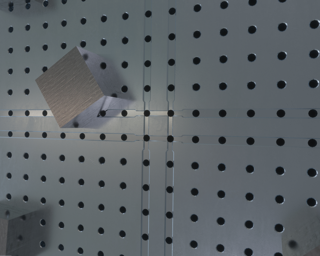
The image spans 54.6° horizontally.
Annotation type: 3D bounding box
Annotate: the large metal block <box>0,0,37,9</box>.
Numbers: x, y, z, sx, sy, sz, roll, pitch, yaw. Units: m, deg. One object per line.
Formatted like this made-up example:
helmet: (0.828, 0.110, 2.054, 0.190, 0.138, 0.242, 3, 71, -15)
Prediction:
large metal block: (-0.245, -0.242, 0.487, 0.080, 0.050, 0.080, -2, 90, 20)

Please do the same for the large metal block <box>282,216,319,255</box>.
large metal block: (0.175, 0.149, 0.321, 0.050, 0.080, 0.080, -42, 77, 15)

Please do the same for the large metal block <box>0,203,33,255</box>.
large metal block: (-0.254, 0.170, 0.490, 0.080, 0.050, 0.080, 6, 92, 20)

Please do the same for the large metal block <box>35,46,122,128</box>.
large metal block: (-0.115, -0.055, 0.441, 0.080, 0.050, 0.080, -34, 79, 17)
